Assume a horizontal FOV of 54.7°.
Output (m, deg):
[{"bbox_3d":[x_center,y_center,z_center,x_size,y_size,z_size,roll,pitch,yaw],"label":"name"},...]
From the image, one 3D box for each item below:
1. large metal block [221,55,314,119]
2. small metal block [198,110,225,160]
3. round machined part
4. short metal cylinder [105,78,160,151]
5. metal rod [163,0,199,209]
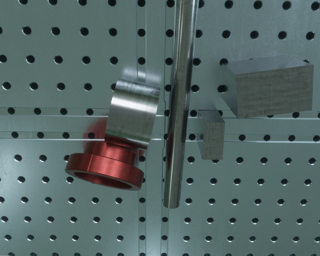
[{"bbox_3d":[0.122,-0.051,0.367,0.080,0.080,0.050,-7,110,2],"label":"large metal block"},{"bbox_3d":[0.066,0.008,0.404,0.025,0.050,0.050,-1,110,0],"label":"small metal block"},{"bbox_3d":[-0.068,0.048,0.402,0.099,0.098,0.042,15,70,-6],"label":"round machined part"},{"bbox_3d":[-0.033,-0.016,0.378,0.050,0.080,0.079,12,110,-5],"label":"short metal cylinder"},{"bbox_3d":[0.025,-0.028,0.403,0.025,0.025,0.298,3,110,-2],"label":"metal rod"}]
